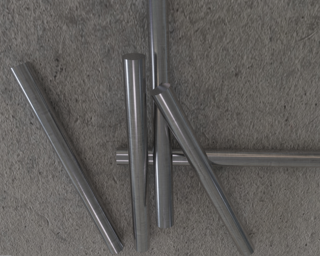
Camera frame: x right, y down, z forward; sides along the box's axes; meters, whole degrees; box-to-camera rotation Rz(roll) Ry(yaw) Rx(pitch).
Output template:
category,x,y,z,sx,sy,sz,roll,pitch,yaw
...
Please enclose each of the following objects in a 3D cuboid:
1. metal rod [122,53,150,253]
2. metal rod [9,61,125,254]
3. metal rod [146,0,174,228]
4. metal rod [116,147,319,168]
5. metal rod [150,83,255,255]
category,x,y,z,sx,sy,sz,roll,pitch,yaw
metal rod,-0.028,0.053,0.401,0.025,0.025,0.298,0,120,0
metal rod,-0.119,0.054,0.428,0.025,0.025,0.299,-20,109,7
metal rod,0.002,-0.016,0.384,0.025,0.025,0.298,-2,103,0
metal rod,0.093,0.040,0.425,0.302,0.025,0.025,1,110,-1
metal rod,0.067,0.072,0.413,0.025,0.025,0.299,-26,117,9
